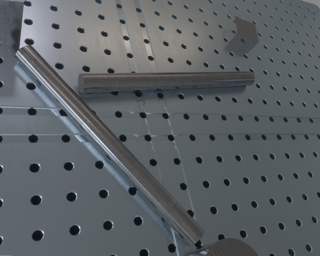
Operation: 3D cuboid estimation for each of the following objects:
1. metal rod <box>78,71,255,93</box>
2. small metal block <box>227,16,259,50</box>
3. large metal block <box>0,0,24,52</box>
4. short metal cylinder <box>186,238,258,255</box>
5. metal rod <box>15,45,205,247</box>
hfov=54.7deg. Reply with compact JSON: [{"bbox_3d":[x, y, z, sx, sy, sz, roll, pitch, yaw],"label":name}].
[{"bbox_3d":[0.029,-0.071,0.467,0.303,0.025,0.025,-7,65,-31],"label":"metal rod"},{"bbox_3d":[0.163,-0.187,0.609,0.050,0.025,0.050,14,56,-21],"label":"small metal block"},{"bbox_3d":[-0.194,-0.146,0.358,0.050,0.080,0.080,-6,65,-31],"label":"large metal block"},{"bbox_3d":[0.066,0.163,0.328,0.081,0.050,0.080,14,56,-21],"label":"short metal cylinder"},{"bbox_3d":[-0.061,0.017,0.364,0.300,0.025,0.025,46,51,4],"label":"metal rod"}]
